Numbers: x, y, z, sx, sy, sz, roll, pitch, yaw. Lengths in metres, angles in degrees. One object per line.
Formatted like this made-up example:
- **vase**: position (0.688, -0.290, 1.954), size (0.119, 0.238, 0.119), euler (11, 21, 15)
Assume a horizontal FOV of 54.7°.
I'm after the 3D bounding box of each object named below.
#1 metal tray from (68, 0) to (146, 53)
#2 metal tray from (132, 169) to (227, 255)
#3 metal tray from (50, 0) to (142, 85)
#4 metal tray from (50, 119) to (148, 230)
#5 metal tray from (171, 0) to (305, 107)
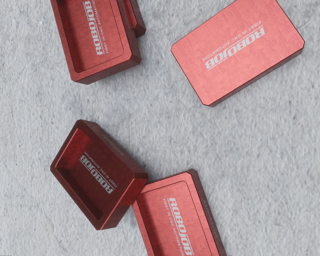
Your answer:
- **metal tray**: position (-0.082, -0.177, 0.434), size (0.090, 0.030, 0.129), euler (-20, 84, 18)
- **metal tray**: position (0.023, 0.127, 0.397), size (0.090, 0.030, 0.129), euler (-21, 83, 18)
- **metal tray**: position (-0.085, -0.132, 0.402), size (0.090, 0.030, 0.129), euler (-18, 84, 18)
- **metal tray**: position (-0.086, 0.059, 0.417), size (0.130, 0.030, 0.090), euler (39, 102, 31)
- **metal tray**: position (0.090, -0.095, 0.374), size (0.130, 0.030, 0.090), euler (-32, 80, 16)
